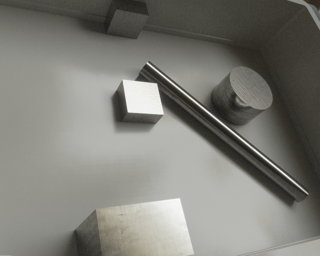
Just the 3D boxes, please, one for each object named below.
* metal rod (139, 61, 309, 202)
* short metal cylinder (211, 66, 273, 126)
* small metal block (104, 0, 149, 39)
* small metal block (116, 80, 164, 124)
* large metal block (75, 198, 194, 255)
[{"bbox_3d":[0.094,0.007,0.454,0.300,0.025,0.025,39,51,-3],"label":"metal rod"},{"bbox_3d":[0.130,-0.051,0.493,0.081,0.050,0.080,14,56,-21],"label":"short metal cylinder"},{"bbox_3d":[-0.051,-0.163,0.463,0.050,0.050,0.025,1,62,-28],"label":"small metal block"},{"bbox_3d":[-0.027,-0.034,0.413,0.050,0.025,0.050,3,61,-27],"label":"small metal block"},{"bbox_3d":[-0.028,0.106,0.291,0.081,0.080,0.050,0,62,-29],"label":"large metal block"}]
